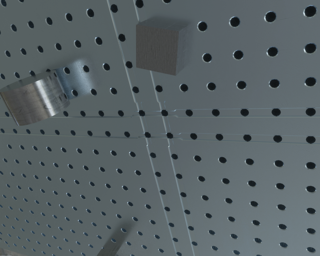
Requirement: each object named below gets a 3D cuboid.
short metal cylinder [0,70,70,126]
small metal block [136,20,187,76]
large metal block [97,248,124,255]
[{"bbox_3d":[-0.176,-0.044,0.439,0.080,0.080,0.050,-4,116,30],"label":"short metal cylinder"},{"bbox_3d":[0.001,-0.092,0.353,0.050,0.025,0.050,15,125,19],"label":"small metal block"},{"bbox_3d":[-0.099,0.297,0.610,0.050,0.080,0.080,-15,111,34],"label":"large metal block"}]
